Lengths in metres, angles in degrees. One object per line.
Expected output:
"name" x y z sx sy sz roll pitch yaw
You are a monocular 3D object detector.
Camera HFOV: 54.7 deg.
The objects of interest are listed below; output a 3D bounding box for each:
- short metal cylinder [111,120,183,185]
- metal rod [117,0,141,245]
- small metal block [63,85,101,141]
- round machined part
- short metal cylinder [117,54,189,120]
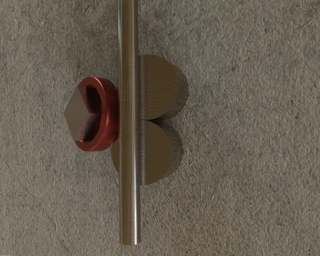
"short metal cylinder" -0.015 0.030 0.402 0.080 0.050 0.080 0 89 20
"metal rod" -0.037 -0.014 0.370 0.025 0.025 0.298 -1 89 20
"small metal block" -0.098 -0.018 0.402 0.050 0.025 0.050 -53 51 32
"round machined part" -0.079 -0.018 0.415 0.098 0.042 0.097 -4 84 48
"short metal cylinder" -0.008 -0.050 0.400 0.080 0.050 0.079 0 90 20
